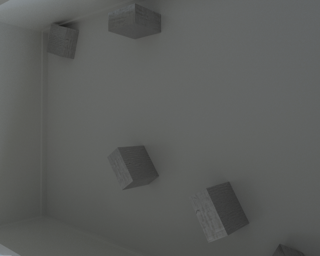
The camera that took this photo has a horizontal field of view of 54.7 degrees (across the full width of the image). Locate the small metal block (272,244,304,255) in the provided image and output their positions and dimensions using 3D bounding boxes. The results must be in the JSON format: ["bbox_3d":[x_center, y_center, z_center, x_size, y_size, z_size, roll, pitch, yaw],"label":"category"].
[{"bbox_3d":[0.118,0.148,0.289,0.025,0.050,0.050,23,106,-2],"label":"small metal block"}]

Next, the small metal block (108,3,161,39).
[{"bbox_3d":[-0.034,-0.142,0.419,0.050,0.050,0.025,0,90,40],"label":"small metal block"}]

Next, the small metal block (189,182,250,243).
[{"bbox_3d":[0.065,0.090,0.337,0.025,0.050,0.050,-37,68,34],"label":"small metal block"}]

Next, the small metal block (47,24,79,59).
[{"bbox_3d":[-0.173,-0.154,0.550,0.050,0.025,0.050,23,105,37],"label":"small metal block"}]

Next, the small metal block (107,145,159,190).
[{"bbox_3d":[-0.036,0.053,0.421,0.025,0.050,0.050,-42,65,32],"label":"small metal block"}]
